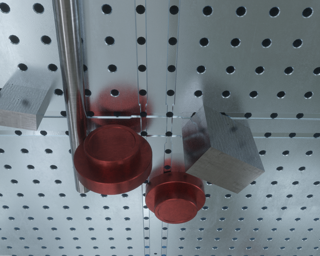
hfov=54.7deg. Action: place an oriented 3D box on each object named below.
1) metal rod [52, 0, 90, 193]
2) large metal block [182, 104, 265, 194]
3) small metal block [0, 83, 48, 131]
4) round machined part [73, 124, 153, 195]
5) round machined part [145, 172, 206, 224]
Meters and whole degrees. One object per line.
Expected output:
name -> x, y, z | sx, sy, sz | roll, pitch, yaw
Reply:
metal rod -> -0.106, -0.020, 0.393 | 0.025, 0.025, 0.298 | 4, 130, -4
large metal block -> 0.078, 0.027, 0.399 | 0.080, 0.080, 0.050 | 25, 126, -20
small metal block -> -0.167, -0.026, 0.372 | 0.050, 0.050, 0.025 | 9, 130, -8
round machined part -> -0.059, 0.032, 0.391 | 0.099, 0.098, 0.042 | 1, 130, -1
round machined part -> 0.025, 0.119, 0.502 | 0.099, 0.042, 0.097 | 0, 130, 0
